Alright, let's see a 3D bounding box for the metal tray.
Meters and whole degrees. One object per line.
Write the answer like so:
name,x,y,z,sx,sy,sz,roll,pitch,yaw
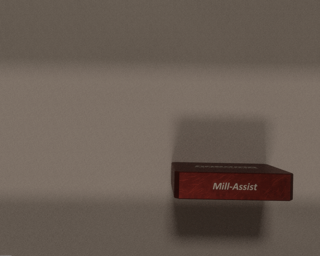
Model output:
metal tray,0.081,0.063,0.380,0.131,0.090,0.030,1,90,-1
